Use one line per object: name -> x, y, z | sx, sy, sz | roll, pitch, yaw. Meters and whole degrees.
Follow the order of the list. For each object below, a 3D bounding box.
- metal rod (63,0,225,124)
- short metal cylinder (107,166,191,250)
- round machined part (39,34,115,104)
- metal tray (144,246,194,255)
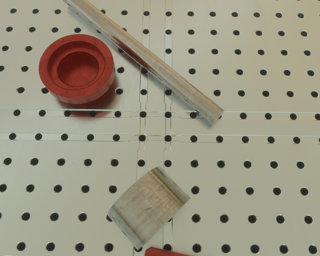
metal rod -> -0.032, -0.110, 0.451 | 0.300, 0.025, 0.025 | 41, 75, 13
short metal cylinder -> -0.012, 0.089, 0.350 | 0.080, 0.080, 0.050 | -41, 76, -14
round machined part -> -0.111, -0.077, 0.430 | 0.099, 0.042, 0.098 | 0, 70, -1
metal tray -> 0.016, 0.205, 0.334 | 0.090, 0.030, 0.130 | 11, 70, 4
